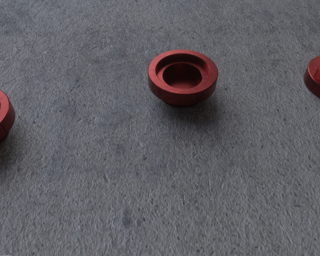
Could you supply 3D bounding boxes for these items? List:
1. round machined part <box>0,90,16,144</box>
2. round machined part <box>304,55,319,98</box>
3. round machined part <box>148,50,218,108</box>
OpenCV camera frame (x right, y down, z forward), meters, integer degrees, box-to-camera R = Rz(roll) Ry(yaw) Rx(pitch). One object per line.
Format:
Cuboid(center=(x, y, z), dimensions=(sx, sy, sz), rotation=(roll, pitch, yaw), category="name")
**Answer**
Cuboid(center=(-0.235, -0.005, 0.395), dimensions=(0.099, 0.042, 0.098), rotation=(0, 50, 0), category="round machined part")
Cuboid(center=(0.273, -0.082, 0.462), dimensions=(0.099, 0.042, 0.098), rotation=(0, 50, 0), category="round machined part")
Cuboid(center=(0.032, -0.067, 0.449), dimensions=(0.099, 0.042, 0.098), rotation=(0, 50, 0), category="round machined part")
